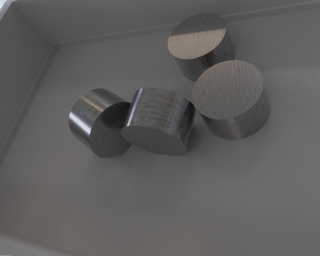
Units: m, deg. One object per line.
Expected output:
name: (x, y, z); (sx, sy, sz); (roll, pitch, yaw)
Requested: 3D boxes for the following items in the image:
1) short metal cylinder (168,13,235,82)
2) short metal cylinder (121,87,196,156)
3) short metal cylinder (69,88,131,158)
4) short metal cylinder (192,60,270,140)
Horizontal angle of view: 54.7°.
short metal cylinder: (0.058, -0.111, 0.427); (0.080, 0.050, 0.080); (-13, 56, 21)
short metal cylinder: (-0.001, -0.006, 0.375); (0.080, 0.080, 0.050); (3, 63, 29)
short metal cylinder: (-0.072, -0.007, 0.413); (0.050, 0.080, 0.080); (32, 79, 38)
short metal cylinder: (0.084, -0.033, 0.365); (0.080, 0.050, 0.080); (-13, 56, 21)
